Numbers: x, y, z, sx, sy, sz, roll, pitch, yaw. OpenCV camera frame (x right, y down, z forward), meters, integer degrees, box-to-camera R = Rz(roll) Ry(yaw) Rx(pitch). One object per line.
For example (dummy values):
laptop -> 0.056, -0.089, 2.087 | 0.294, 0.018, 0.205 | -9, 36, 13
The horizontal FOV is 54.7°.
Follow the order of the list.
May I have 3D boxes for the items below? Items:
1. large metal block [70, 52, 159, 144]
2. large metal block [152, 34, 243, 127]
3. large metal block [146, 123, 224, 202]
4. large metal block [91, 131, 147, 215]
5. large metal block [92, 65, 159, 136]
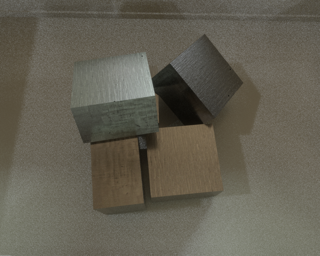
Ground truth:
large metal block -> -0.048, -0.035, 0.338 | 0.081, 0.050, 0.080 | -9, 45, -3
large metal block -> 0.046, -0.057, 0.389 | 0.080, 0.050, 0.080 | 50, 54, -8
large metal block -> 0.026, 0.044, 0.377 | 0.081, 0.050, 0.080 | -5, 70, -2
large metal block -> -0.046, 0.054, 0.359 | 0.050, 0.080, 0.080 | -6, 70, -3
large metal block -> -0.042, -0.034, 0.407 | 0.081, 0.050, 0.080 | -1, 70, -1
